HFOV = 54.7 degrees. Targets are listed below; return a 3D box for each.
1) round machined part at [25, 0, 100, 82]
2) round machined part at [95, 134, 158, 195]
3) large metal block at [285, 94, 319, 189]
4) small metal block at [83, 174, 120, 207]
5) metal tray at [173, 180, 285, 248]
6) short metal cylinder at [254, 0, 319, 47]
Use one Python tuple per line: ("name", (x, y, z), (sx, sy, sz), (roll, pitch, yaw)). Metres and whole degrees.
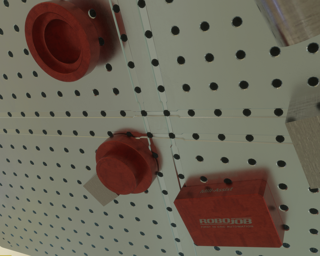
("round machined part", (-0.118, -0.112, 0.393), (0.098, 0.042, 0.097), (13, 124, 21))
("round machined part", (-0.057, 0.062, 0.468), (0.098, 0.042, 0.097), (13, 124, 21))
("large metal block", (0.180, 0.008, 0.305), (0.080, 0.050, 0.080), (-16, 110, 34))
("small metal block", (-0.093, 0.098, 0.521), (0.050, 0.025, 0.050), (46, 129, -4))
("metal tray", (0.095, 0.123, 0.434), (0.130, 0.030, 0.090), (-13, 112, 33))
("short metal cylinder", (0.121, -0.108, 0.245), (0.080, 0.080, 0.050), (-24, 105, 36))
